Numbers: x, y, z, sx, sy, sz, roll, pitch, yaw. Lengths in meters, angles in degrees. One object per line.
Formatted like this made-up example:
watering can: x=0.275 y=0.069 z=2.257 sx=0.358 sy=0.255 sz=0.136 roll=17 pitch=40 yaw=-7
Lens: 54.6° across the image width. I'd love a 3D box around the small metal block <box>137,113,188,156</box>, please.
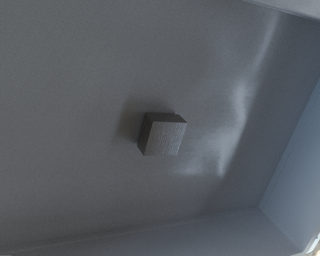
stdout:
small metal block: x=0.002 y=0.009 z=0.410 sx=0.050 sy=0.025 sz=0.050 roll=2 pitch=118 yaw=-29
